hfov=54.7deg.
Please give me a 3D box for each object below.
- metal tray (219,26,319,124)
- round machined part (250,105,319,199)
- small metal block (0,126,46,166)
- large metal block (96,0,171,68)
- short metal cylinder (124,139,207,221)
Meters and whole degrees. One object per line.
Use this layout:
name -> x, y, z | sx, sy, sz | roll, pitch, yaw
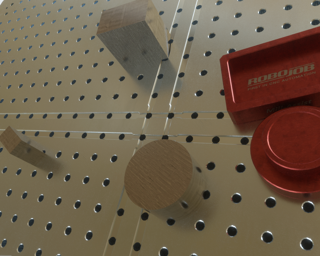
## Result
metal tray -> 0.142, -0.062, 0.367 | 0.130, 0.030, 0.090 | -13, 56, 20
round machined part -> 0.141, 0.018, 0.312 | 0.098, 0.042, 0.098 | -13, 56, 20
small metal block -> -0.216, 0.028, 0.486 | 0.050, 0.050, 0.025 | 33, 80, 38
large metal block -> -0.038, -0.144, 0.480 | 0.080, 0.080, 0.050 | -8, 59, 24
short metal cylinder -> 0.007, 0.059, 0.351 | 0.080, 0.050, 0.080 | -13, 56, 20
